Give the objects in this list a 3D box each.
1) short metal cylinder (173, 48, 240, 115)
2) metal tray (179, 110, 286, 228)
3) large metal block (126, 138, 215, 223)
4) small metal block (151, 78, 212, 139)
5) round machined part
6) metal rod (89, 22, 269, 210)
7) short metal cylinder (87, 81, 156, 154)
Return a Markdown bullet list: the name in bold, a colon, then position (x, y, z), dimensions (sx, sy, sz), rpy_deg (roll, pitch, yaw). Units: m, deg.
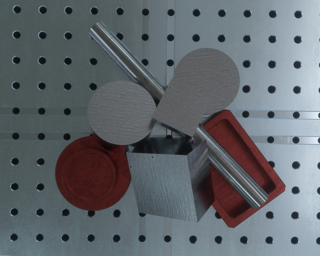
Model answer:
- **short metal cylinder**: position (0.056, -0.057, 0.398), dimensions (0.081, 0.050, 0.079), rpy_deg (0, 90, 0)
- **metal tray**: position (0.088, 0.052, 0.408), dimensions (0.090, 0.030, 0.130), rpy_deg (-36, 90, 0)
- **large metal block**: position (0.014, 0.059, 0.371), dimensions (0.080, 0.050, 0.079), rpy_deg (-1, 107, 33)
- **small metal block**: position (0.024, -0.021, 0.357), dimensions (0.050, 0.025, 0.050), rpy_deg (26, 82, 0)
- **round machined part**: position (-0.087, 0.059, 0.400), dimensions (0.099, 0.042, 0.097), rpy_deg (0, 90, 0)
- **metal rod**: position (0.017, -0.022, 0.385), dimensions (0.025, 0.025, 0.300), rpy_deg (-43, 81, 0)
- **short metal cylinder**: position (-0.047, -0.012, 0.386), dimensions (0.081, 0.050, 0.080), rpy_deg (2, 73, -8)
